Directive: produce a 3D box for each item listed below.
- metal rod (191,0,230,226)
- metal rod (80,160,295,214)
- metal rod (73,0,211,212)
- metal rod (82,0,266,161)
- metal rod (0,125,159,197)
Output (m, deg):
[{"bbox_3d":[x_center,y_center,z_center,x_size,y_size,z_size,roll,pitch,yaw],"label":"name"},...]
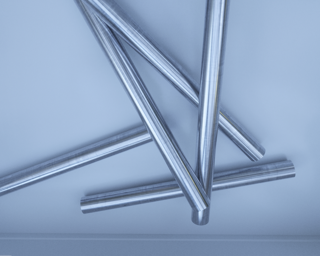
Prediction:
[{"bbox_3d":[0.058,-0.008,0.372,0.025,0.025,0.298,0,115,0],"label":"metal rod"},{"bbox_3d":[0.037,0.085,0.442,0.302,0.025,0.025,-11,110,3],"label":"metal rod"},{"bbox_3d":[-0.020,-0.031,0.371,0.025,0.025,0.299,-28,97,10],"label":"metal rod"},{"bbox_3d":[0.027,-0.057,0.376,0.300,0.025,0.025,41,105,-19],"label":"metal rod"},{"bbox_3d":[-0.140,0.053,0.429,0.301,0.025,0.025,-20,109,7],"label":"metal rod"}]
